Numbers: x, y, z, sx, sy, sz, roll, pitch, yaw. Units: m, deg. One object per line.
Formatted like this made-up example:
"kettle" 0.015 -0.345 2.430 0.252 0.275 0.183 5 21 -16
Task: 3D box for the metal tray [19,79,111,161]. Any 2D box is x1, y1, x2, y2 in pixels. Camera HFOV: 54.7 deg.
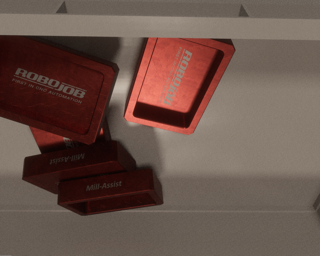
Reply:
"metal tray" -0.116 0.000 0.404 0.091 0.030 0.129 -3 130 2

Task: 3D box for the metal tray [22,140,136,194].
"metal tray" -0.107 0.058 0.432 0.131 0.030 0.090 -11 153 9

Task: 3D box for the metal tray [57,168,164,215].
"metal tray" -0.066 0.095 0.445 0.131 0.030 0.090 -9 153 5

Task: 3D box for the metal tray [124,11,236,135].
"metal tray" 0.017 -0.056 0.358 0.091 0.030 0.129 13 129 -12

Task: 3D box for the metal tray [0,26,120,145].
"metal tray" -0.120 -0.045 0.332 0.131 0.030 0.089 18 106 -5
